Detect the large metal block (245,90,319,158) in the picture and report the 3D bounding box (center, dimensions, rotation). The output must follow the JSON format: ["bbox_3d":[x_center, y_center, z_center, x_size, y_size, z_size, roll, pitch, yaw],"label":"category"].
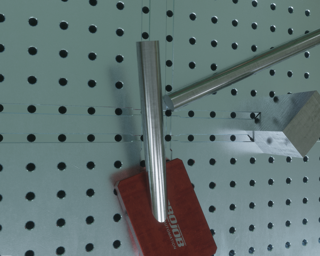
[{"bbox_3d":[0.188,-0.006,0.453,0.080,0.080,0.050,-46,105,-14],"label":"large metal block"}]

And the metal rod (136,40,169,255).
[{"bbox_3d":[-0.005,0.049,0.373,0.025,0.025,0.298,-10,107,-20],"label":"metal rod"}]

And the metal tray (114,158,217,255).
[{"bbox_3d":[0.007,0.114,0.398,0.091,0.030,0.129,-20,84,-19],"label":"metal tray"}]

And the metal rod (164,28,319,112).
[{"bbox_3d":[0.142,-0.094,0.464,0.302,0.025,0.025,-25,99,-18],"label":"metal rod"}]
